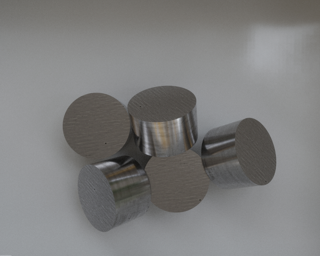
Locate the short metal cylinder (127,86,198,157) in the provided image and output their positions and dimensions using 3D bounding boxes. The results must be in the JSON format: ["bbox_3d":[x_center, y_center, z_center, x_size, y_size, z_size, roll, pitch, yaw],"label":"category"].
[{"bbox_3d":[0.005,-0.010,0.375,0.081,0.080,0.050,-8,126,-1],"label":"short metal cylinder"}]

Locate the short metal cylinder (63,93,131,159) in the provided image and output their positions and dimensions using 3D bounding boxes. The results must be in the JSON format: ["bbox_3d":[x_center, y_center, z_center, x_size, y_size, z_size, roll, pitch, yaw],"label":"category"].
[{"bbox_3d":[-0.076,-0.003,0.395,0.081,0.050,0.079,0,90,-1],"label":"short metal cylinder"}]

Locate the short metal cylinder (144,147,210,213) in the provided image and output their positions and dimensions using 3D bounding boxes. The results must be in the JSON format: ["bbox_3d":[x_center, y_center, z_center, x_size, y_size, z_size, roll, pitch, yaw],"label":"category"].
[{"bbox_3d":[0.020,0.062,0.398,0.081,0.050,0.079,0,90,-1],"label":"short metal cylinder"}]

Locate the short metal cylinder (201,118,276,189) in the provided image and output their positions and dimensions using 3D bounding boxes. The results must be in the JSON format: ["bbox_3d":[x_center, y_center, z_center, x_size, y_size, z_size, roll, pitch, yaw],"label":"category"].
[{"bbox_3d":[0.097,0.032,0.378,0.081,0.050,0.080,14,67,-37],"label":"short metal cylinder"}]

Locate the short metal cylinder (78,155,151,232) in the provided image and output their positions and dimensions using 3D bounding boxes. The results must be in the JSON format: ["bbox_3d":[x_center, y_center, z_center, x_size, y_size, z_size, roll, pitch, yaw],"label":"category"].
[{"bbox_3d":[-0.057,0.077,0.375,0.050,0.080,0.080,-11,90,-43],"label":"short metal cylinder"}]
